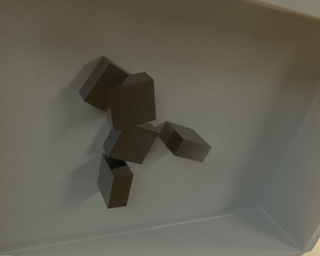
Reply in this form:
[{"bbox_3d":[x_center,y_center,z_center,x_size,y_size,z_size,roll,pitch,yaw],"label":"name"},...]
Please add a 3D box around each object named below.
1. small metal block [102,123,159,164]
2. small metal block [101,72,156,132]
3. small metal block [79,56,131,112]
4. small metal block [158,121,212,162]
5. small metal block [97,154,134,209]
[{"bbox_3d":[-0.038,0.015,0.397,0.050,0.025,0.050,18,109,-35],"label":"small metal block"},{"bbox_3d":[-0.034,-0.029,0.340,0.050,0.025,0.050,-16,125,-20],"label":"small metal block"},{"bbox_3d":[-0.054,-0.045,0.351,0.050,0.025,0.050,29,102,-38],"label":"small metal block"},{"bbox_3d":[0.033,0.019,0.422,0.050,0.050,0.025,17,110,-35],"label":"small metal block"},{"bbox_3d":[-0.059,0.067,0.401,0.025,0.050,0.050,-1,119,-28],"label":"small metal block"}]
